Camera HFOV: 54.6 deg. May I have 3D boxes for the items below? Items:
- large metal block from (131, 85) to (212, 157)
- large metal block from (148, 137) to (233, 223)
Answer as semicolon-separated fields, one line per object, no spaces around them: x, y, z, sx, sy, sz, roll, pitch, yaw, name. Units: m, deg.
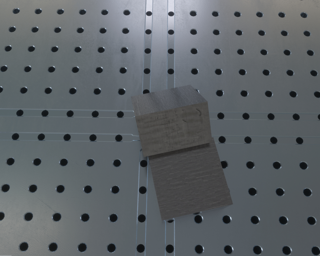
0.011;-0.012;0.380;0.080;0.080;0.050;-12;112;-4;large metal block
0.033;0.064;0.375;0.080;0.050;0.080;-12;71;-4;large metal block
